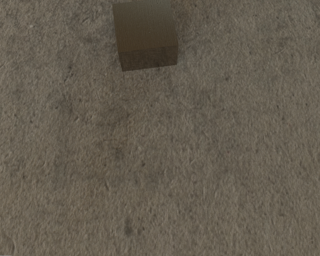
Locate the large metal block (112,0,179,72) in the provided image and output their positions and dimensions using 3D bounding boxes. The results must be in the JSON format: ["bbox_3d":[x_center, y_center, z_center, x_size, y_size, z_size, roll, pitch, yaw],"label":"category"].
[{"bbox_3d":[-0.021,-0.133,0.443,0.081,0.050,0.080,-8,70,-3],"label":"large metal block"}]
